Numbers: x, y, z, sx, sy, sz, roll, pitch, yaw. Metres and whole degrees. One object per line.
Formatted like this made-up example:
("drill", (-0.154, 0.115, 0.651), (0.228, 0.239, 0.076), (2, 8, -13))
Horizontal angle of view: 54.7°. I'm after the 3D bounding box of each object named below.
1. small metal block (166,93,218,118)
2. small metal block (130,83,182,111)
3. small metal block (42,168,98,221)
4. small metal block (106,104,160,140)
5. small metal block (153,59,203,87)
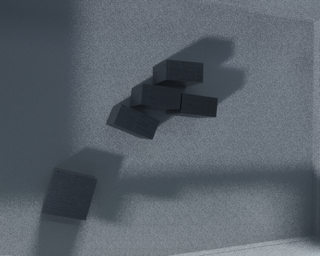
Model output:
("small metal block", (0.041, -0.029, 0.414), (0.050, 0.050, 0.025), (5, 88, -20))
("small metal block", (-0.006, -0.038, 0.396), (0.050, 0.050, 0.025), (6, 88, -20))
("small metal block", (-0.108, 0.079, 0.371), (0.050, 0.025, 0.050), (17, 84, -20))
("small metal block", (-0.035, -0.007, 0.385), (0.050, 0.050, 0.025), (23, 82, -19))
("small metal block", (0.022, -0.070, 0.407), (0.050, 0.050, 0.025), (1, 90, -20))
